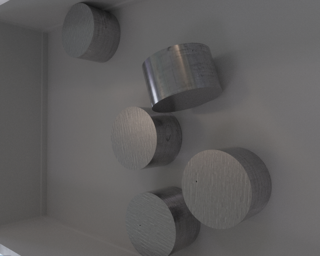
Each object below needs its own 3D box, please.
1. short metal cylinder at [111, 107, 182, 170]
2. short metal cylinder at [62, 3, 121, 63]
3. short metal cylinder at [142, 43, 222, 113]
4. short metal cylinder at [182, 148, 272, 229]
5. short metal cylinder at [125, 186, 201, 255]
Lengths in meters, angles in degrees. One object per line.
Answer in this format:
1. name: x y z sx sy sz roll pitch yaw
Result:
1. short metal cylinder: -0.018 0.013 0.406 0.080 0.050 0.080 0 90 40
2. short metal cylinder: -0.107 -0.145 0.479 0.080 0.050 0.080 0 90 40
3. short metal cylinder: 0.024 -0.054 0.351 0.080 0.081 0.050 -22 76 38
4. short metal cylinder: 0.071 0.061 0.332 0.080 0.050 0.080 0 90 40
5. short metal cylinder: 0.003 0.117 0.388 0.080 0.050 0.080 0 90 40
